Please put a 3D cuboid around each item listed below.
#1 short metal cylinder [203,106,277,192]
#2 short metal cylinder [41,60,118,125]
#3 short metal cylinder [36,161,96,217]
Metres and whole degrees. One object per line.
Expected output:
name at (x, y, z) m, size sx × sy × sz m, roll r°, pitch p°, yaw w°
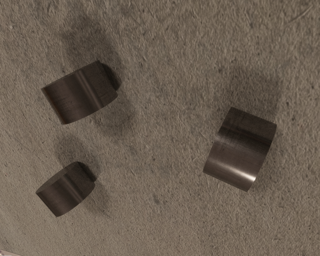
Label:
short metal cylinder at (0.086, 0.023, 0.339) m, size 0.050 × 0.080 × 0.079 m, roll 24°, pitch 127°, yaw 13°
short metal cylinder at (-0.101, -0.046, 0.394) m, size 0.080 × 0.080 × 0.050 m, roll -14°, pitch 111°, yaw 33°
short metal cylinder at (-0.155, 0.100, 0.512) m, size 0.080 × 0.080 × 0.050 m, roll -27°, pitch 104°, yaw 37°
